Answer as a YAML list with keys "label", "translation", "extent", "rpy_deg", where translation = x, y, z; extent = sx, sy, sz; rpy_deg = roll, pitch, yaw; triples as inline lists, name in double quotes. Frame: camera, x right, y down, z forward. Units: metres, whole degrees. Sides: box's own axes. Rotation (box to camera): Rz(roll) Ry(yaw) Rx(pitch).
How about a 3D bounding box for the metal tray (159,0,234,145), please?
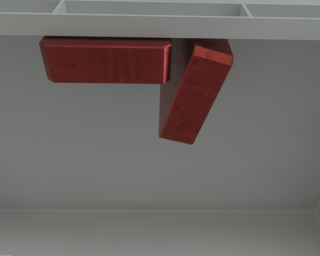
- label: "metal tray"
  translation: [0.027, -0.059, 0.290]
  extent: [0.030, 0.130, 0.089]
  rpy_deg: [13, 129, -10]

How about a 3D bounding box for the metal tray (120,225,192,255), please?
- label: "metal tray"
  translation: [-0.010, 0.228, 0.603]
  extent: [0.131, 0.030, 0.089]
  rpy_deg: [3, 130, -3]

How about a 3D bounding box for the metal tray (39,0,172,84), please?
- label: "metal tray"
  translation: [-0.038, -0.085, 0.267]
  extent: [0.091, 0.130, 0.030]
  rpy_deg: [1, 130, -1]
